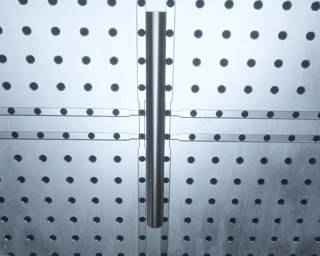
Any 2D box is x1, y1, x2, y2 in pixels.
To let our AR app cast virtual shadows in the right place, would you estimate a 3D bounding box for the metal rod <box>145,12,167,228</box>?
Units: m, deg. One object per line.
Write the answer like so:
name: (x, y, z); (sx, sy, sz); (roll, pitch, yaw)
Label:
metal rod: (-0.006, 0.003, 0.414); (0.025, 0.025, 0.298); (0, 110, -1)
